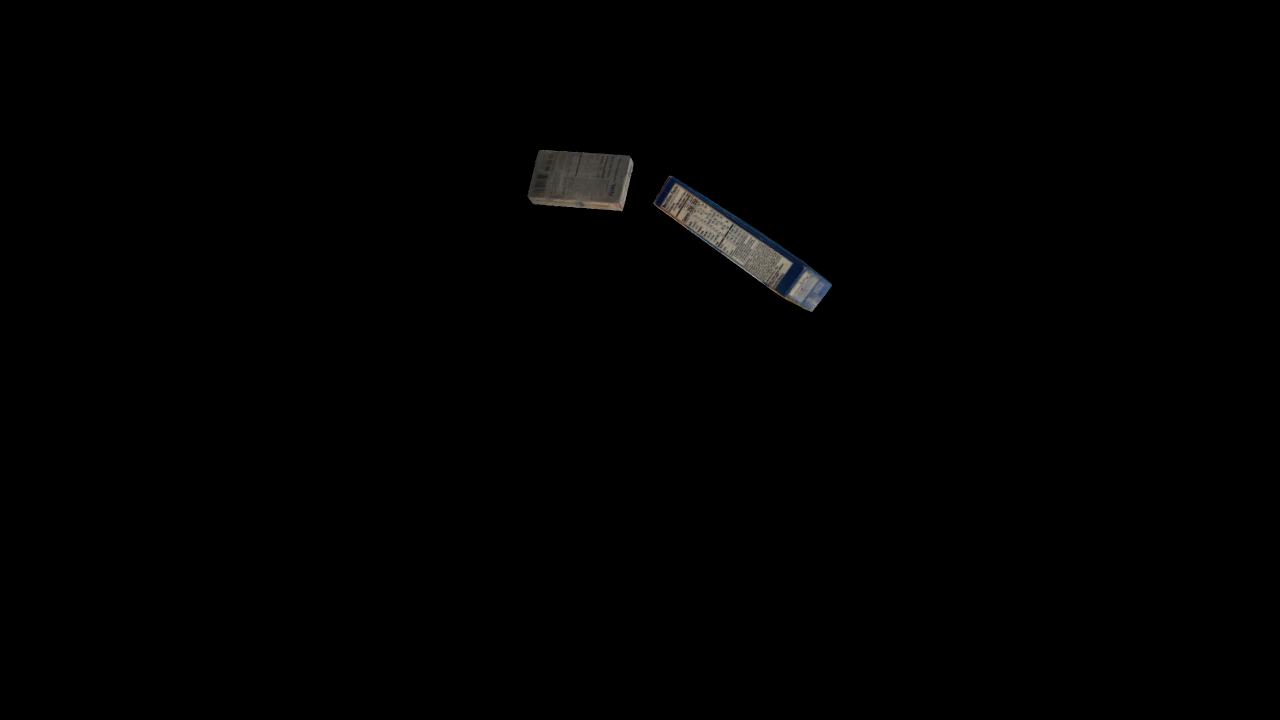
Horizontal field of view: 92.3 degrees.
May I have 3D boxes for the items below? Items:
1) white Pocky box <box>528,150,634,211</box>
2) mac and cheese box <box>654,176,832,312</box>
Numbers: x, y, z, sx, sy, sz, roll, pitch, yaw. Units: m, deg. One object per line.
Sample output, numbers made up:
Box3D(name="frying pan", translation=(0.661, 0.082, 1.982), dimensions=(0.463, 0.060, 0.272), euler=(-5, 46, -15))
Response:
Box3D(name="white Pocky box", translation=(-0.092, -0.278, 0.950), dimensions=(0.154, 0.084, 0.028), euler=(9, -12, 15))
Box3D(name="mac and cheese box", translation=(0.106, -0.122, 0.643), dimensions=(0.184, 0.041, 0.093), euler=(42, 19, 28))
